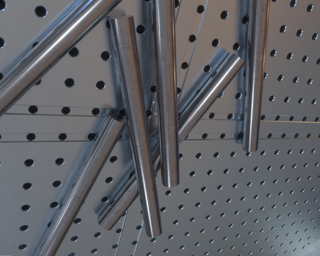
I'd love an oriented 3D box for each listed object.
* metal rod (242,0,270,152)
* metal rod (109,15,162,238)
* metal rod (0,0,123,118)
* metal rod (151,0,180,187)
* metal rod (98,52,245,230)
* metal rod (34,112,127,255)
[{"bbox_3d":[0.131,-0.090,0.426,0.025,0.025,0.298,-20,126,-17],"label":"metal rod"},{"bbox_3d":[-0.024,0.018,0.385,0.025,0.025,0.298,-17,118,-19],"label":"metal rod"},{"bbox_3d":[-0.129,-0.056,0.305,0.300,0.025,0.025,-43,129,2],"label":"metal rod"},{"bbox_3d":[0.007,-0.059,0.358,0.025,0.025,0.298,-14,119,-21],"label":"metal rod"},{"bbox_3d":[0.011,0.024,0.431,0.025,0.025,0.299,32,101,-38],"label":"metal rod"},{"bbox_3d":[-0.123,0.113,0.413,0.025,0.025,0.299,19,108,-36],"label":"metal rod"}]
